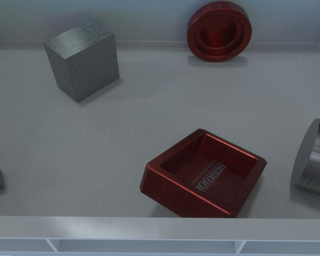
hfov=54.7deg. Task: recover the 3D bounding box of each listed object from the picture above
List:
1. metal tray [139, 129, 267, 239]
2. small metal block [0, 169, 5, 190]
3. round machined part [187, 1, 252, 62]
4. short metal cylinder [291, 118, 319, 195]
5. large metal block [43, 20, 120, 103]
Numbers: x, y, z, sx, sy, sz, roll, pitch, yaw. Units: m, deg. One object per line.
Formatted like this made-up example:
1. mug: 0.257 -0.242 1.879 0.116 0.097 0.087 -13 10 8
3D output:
1. metal tray: 0.051 0.048 0.324 0.090 0.030 0.131 27 27 21
2. small metal block: -0.209 0.054 0.341 0.050 0.050 0.025 -20 53 -16
3. round machined part: 0.091 -0.155 0.489 0.099 0.097 0.042 0 51 0
4. short metal cylinder: 0.186 0.035 0.343 0.050 0.080 0.080 20 53 15
5. large metal block: -0.109 -0.096 0.449 0.050 0.080 0.080 37 59 27
